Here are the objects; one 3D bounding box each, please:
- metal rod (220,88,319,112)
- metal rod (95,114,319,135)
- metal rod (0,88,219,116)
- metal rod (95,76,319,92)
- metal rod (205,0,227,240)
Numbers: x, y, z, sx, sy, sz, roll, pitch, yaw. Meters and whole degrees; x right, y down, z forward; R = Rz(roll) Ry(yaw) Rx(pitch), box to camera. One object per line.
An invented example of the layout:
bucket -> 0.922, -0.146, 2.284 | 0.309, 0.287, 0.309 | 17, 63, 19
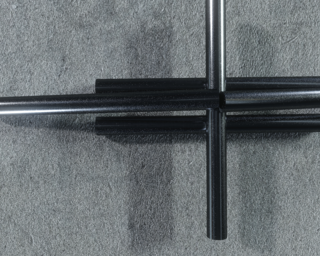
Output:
metal rod -> 0.220, -0.038, 0.389 | 0.302, 0.025, 0.025 | -3, 90, -11
metal rod -> 0.068, -0.005, 0.411 | 0.302, 0.025, 0.025 | -1, 90, -1
metal rod -> -0.080, -0.031, 0.385 | 0.302, 0.025, 0.025 | -1, 90, 9
metal rod -> 0.068, -0.055, 0.411 | 0.302, 0.025, 0.025 | -1, 90, -1
metal rod -> 0.070, -0.013, 0.387 | 0.025, 0.025, 0.298 | 0, 90, -1
